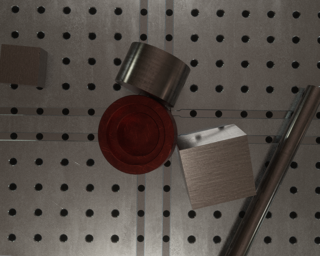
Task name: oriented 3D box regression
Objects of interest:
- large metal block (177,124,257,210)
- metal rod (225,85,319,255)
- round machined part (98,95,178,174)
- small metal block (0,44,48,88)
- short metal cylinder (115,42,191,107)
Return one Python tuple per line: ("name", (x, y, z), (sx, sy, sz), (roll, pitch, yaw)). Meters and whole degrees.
("large metal block", (0.069, 0.047, 0.392), (0.080, 0.050, 0.079), (-13, 106, -1))
("metal rod", (0.144, 0.082, 0.415), (0.025, 0.025, 0.299), (26, 90, -1))
("round machined part", (-0.025, 0.008, 0.397), (0.098, 0.042, 0.097), (0, 89, 15))
("small metal block", (-0.181, -0.081, 0.411), (0.050, 0.025, 0.050), (5, 90, -1))
("short metal cylinder", (-0.009, -0.065, 0.385), (0.080, 0.080, 0.050), (24, 89, -1))
